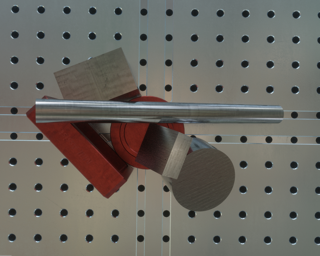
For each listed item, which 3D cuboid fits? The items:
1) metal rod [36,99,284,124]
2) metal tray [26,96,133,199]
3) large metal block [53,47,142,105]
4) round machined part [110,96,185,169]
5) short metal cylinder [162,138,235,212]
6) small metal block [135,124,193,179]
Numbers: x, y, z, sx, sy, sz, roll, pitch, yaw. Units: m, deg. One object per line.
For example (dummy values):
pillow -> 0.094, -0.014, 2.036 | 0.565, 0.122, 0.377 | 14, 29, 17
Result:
metal rod -> 0.016, -0.018, 0.366 | 0.303, 0.025, 0.025 | 0, 90, -20
metal tray -> -0.092, 0.021, 0.379 | 0.030, 0.090, 0.130 | -44, 91, 0
large metal block -> -0.072, -0.053, 0.383 | 0.080, 0.080, 0.050 | -21, 90, 0
round machined part -> -0.017, 0.006, 0.407 | 0.099, 0.042, 0.097 | 0, 90, -1
short metal cylinder -> 0.046, 0.057, 0.389 | 0.081, 0.050, 0.079 | -4, 103, -15
small metal block -> 0.004, 0.025, 0.357 | 0.025, 0.050, 0.050 | 23, 87, -43
